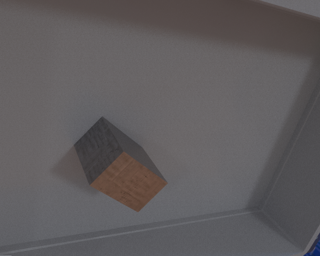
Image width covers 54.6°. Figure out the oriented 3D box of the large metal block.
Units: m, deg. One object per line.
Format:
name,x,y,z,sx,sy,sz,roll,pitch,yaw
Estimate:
large metal block,-0.048,0.043,0.373,0.050,0.080,0.080,-45,129,3
